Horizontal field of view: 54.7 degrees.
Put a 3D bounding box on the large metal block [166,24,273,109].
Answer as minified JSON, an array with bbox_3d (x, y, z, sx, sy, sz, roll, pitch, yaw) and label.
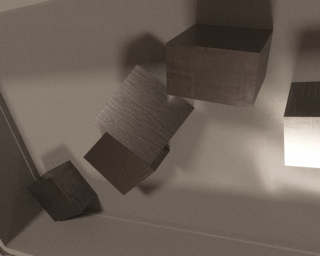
[{"bbox_3d":[0.059,-0.065,0.301,0.080,0.080,0.050,12,124,21],"label":"large metal block"}]

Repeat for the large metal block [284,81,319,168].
[{"bbox_3d":[0.161,-0.006,0.285,0.080,0.080,0.050,2,119,27],"label":"large metal block"}]

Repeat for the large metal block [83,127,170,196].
[{"bbox_3d":[-0.048,0.037,0.439,0.080,0.050,0.080,45,129,-3],"label":"large metal block"}]

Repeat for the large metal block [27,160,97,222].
[{"bbox_3d":[-0.174,0.114,0.552,0.080,0.050,0.080,-26,105,36],"label":"large metal block"}]

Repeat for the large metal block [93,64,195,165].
[{"bbox_3d":[-0.017,-0.014,0.366,0.080,0.050,0.080,37,90,2],"label":"large metal block"}]
